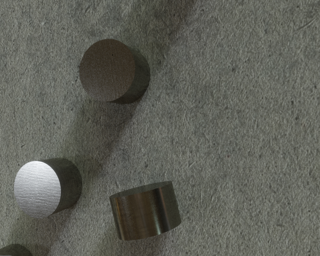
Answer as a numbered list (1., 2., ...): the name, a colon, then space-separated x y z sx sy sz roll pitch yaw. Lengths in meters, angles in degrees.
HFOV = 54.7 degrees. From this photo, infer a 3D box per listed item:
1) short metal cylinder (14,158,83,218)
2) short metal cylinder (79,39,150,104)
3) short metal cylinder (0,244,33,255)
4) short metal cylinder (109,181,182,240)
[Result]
1. short metal cylinder: -0.162 0.085 0.453 0.080 0.050 0.080 0 90 20
2. short metal cylinder: -0.060 -0.073 0.417 0.080 0.050 0.080 0 90 20
3. short metal cylinder: -0.241 0.229 0.481 0.080 0.050 0.080 0 90 20
4. short metal cylinder: -0.018 0.101 0.386 0.080 0.080 0.050 -15 85 19
